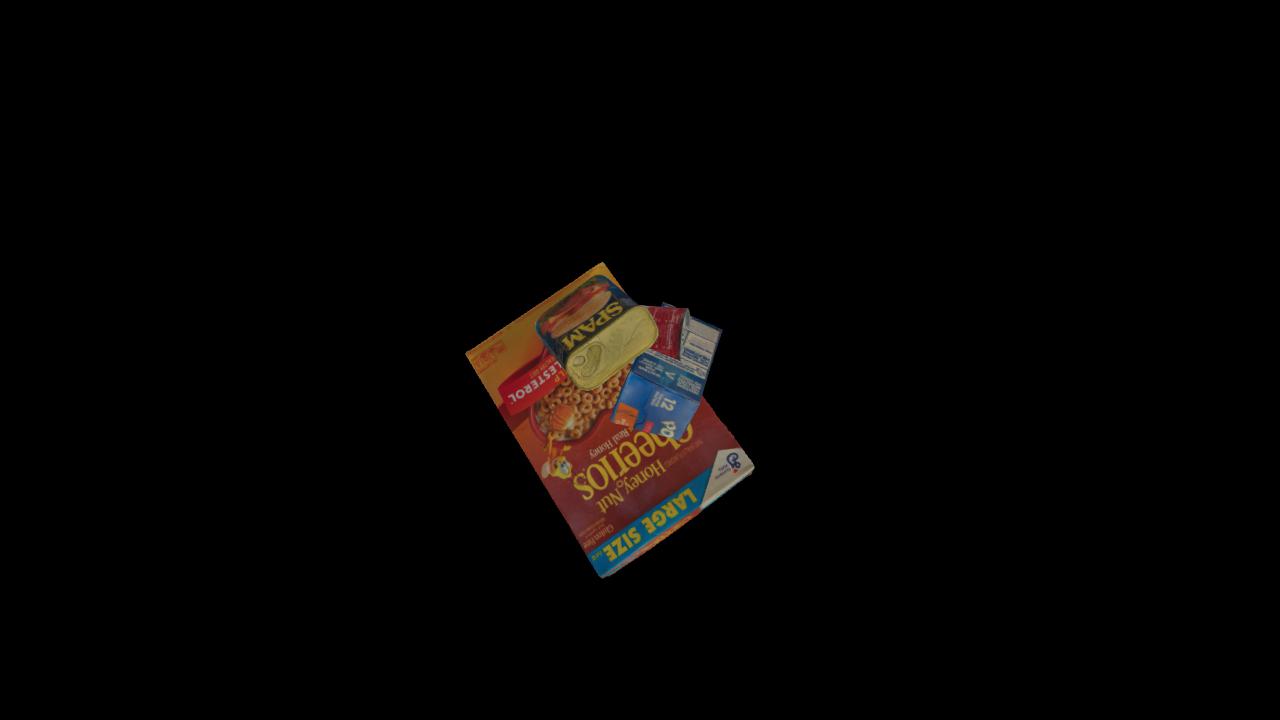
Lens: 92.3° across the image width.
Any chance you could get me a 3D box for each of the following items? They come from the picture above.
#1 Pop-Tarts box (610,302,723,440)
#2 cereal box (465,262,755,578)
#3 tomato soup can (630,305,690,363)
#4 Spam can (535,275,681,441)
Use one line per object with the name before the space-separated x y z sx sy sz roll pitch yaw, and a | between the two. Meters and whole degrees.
Pop-Tarts box | 0.019 0.045 0.725 0.083 0.167 0.141 23 41 1
cereal box | -0.038 0.062 0.714 0.203 0.306 0.081 -34 -19 -4
tomato soup can | 0.001 -0.028 0.686 0.101 0.068 0.068 5 1 11
Spam can | -0.047 -0.031 0.631 0.101 0.058 0.085 -37 45 -9
